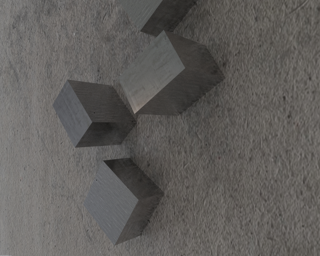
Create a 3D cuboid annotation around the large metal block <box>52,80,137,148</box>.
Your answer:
[{"bbox_3d":[-0.094,-0.020,0.447,0.050,0.081,0.080,-50,61,28],"label":"large metal block"}]

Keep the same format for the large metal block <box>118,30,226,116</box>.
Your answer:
[{"bbox_3d":[0.014,-0.058,0.358,0.080,0.081,0.050,-39,66,33],"label":"large metal block"}]

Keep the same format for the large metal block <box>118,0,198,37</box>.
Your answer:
[{"bbox_3d":[-0.003,-0.174,0.392,0.080,0.050,0.080,-46,63,30],"label":"large metal block"}]

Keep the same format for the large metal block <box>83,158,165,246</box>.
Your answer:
[{"bbox_3d":[-0.053,0.099,0.432,0.080,0.050,0.079,40,115,32],"label":"large metal block"}]
